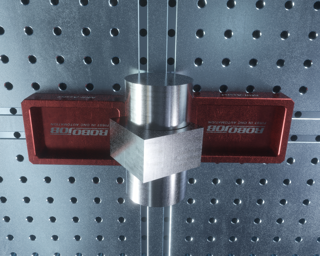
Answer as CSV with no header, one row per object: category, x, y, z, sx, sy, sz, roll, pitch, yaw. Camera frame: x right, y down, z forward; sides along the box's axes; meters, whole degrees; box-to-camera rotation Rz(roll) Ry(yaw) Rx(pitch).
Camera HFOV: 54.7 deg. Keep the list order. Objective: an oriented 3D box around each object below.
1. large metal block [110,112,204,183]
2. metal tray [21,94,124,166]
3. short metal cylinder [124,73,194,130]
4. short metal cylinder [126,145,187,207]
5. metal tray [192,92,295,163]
large metal block,-0.006,0.017,0.375,0.081,0.080,0.050,-11,114,-33
metal tray,-0.107,0.003,0.410,0.131,0.030,0.089,1,110,-1
short metal cylinder,-0.002,-0.035,0.371,0.081,0.080,0.050,1,110,-1
short metal cylinder,-0.004,0.059,0.405,0.081,0.080,0.050,2,110,-1
metal tray,0.102,0.000,0.411,0.131,0.030,0.089,1,110,-1
